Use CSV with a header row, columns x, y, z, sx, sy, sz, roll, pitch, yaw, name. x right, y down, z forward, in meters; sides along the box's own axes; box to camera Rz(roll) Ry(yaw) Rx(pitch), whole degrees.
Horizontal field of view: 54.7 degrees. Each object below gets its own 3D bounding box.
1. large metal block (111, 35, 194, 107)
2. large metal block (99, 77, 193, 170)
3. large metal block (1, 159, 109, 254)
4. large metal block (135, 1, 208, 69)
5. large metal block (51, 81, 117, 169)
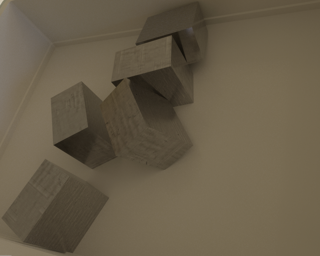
x,y,z,sx,sy,sz,roll,pitch,yaw,name
-0.007,-0.067,0.414,0.080,0.080,0.050,-11,58,22,large metal block
-0.017,-0.003,0.373,0.050,0.080,0.080,-43,49,22,large metal block
-0.122,0.096,0.374,0.050,0.080,0.080,24,74,36,large metal block
0.020,-0.130,0.444,0.080,0.050,0.080,-9,41,23,large metal block
-0.099,-0.002,0.422,0.050,0.080,0.080,-27,53,11,large metal block
